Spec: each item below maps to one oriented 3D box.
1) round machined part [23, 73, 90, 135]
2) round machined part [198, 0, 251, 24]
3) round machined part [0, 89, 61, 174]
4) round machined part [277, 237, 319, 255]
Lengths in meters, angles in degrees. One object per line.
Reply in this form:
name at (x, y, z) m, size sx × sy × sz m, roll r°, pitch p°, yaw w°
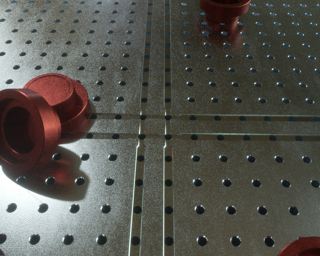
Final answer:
round machined part at (-0.149, -0.038, 0.427) m, size 0.099 × 0.042 × 0.098 m, roll 0°, pitch 50°, yaw 0°
round machined part at (0.123, -0.239, 0.599) m, size 0.099 × 0.042 × 0.098 m, roll 0°, pitch 50°, yaw 0°
round machined part at (-0.159, 0.002, 0.369) m, size 0.098 × 0.097 × 0.042 m, roll 27°, pitch 17°, yaw 20°
round machined part at (0.143, 0.151, 0.272) m, size 0.099 × 0.042 × 0.098 m, roll 0°, pitch 50°, yaw 0°
